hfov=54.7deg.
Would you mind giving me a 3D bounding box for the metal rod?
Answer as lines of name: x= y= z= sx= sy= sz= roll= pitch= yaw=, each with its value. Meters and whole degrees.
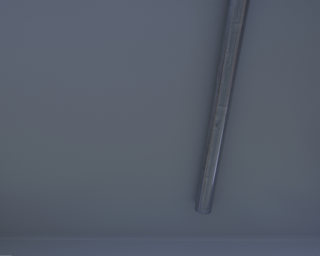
metal rod: x=0.078 y=-0.019 z=0.405 sx=0.025 sy=0.025 sz=0.298 roll=5 pitch=110 yaw=-2
